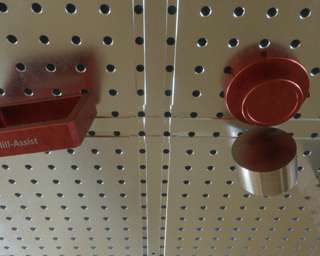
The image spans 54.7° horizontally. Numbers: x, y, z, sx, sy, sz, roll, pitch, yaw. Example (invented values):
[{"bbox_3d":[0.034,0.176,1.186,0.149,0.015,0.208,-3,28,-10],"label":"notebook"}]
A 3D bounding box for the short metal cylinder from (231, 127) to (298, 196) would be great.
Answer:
[{"bbox_3d":[0.141,0.044,0.415,0.080,0.080,0.050,-14,129,11],"label":"short metal cylinder"}]

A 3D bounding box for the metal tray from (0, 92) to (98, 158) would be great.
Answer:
[{"bbox_3d":[-0.148,-0.005,0.359,0.131,0.090,0.030,-7,117,6],"label":"metal tray"}]

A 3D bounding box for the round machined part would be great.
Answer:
[{"bbox_3d":[0.128,-0.040,0.369,0.099,0.042,0.097,-1,130,0],"label":"round machined part"}]

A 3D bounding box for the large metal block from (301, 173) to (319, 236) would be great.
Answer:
[{"bbox_3d":[0.283,0.121,0.484,0.081,0.080,0.050,6,130,-6],"label":"large metal block"}]
